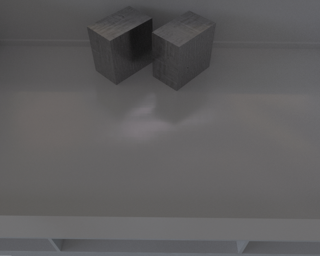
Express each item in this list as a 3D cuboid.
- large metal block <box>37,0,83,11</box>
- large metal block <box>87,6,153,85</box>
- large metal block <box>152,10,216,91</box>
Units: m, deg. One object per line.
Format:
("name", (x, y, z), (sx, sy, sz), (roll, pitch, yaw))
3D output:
("large metal block", (-0.201, -0.281, 0.607), (0.081, 0.080, 0.050), (-2, 50, -2))
("large metal block", (-0.057, -0.127, 0.475), (0.050, 0.080, 0.080), (37, 59, 26))
("large metal block", (0.035, -0.116, 0.467), (0.050, 0.080, 0.080), (36, 59, 26))
